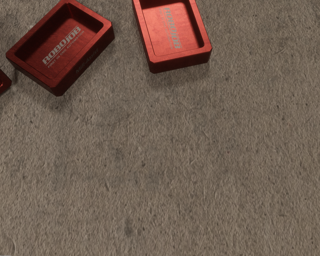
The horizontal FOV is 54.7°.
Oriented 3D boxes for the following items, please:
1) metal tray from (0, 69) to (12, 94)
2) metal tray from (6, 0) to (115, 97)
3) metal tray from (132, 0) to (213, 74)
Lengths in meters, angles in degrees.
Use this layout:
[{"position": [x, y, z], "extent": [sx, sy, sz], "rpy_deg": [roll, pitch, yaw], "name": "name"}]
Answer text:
[{"position": [-0.260, -0.074, 0.375], "extent": [0.090, 0.130, 0.030], "rpy_deg": [-44, 56, -14], "name": "metal tray"}, {"position": [-0.140, -0.120, 0.447], "extent": [0.090, 0.030, 0.130], "rpy_deg": [34, 73, 11], "name": "metal tray"}, {"position": [0.015, -0.151, 0.460], "extent": [0.091, 0.030, 0.130], "rpy_deg": [-13, 71, -5], "name": "metal tray"}]
